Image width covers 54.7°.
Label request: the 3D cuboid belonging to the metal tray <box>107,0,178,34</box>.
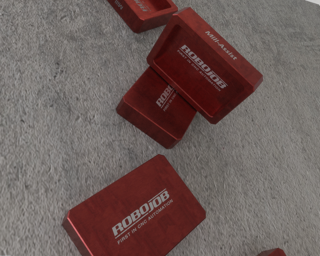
[{"bbox_3d":[-0.043,-0.223,0.512,0.091,0.030,0.130,-32,80,-38],"label":"metal tray"}]

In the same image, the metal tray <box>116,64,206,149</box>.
[{"bbox_3d":[0.011,-0.045,0.433,0.090,0.030,0.130,36,51,-4],"label":"metal tray"}]

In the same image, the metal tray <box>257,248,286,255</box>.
[{"bbox_3d":[0.108,0.202,0.334,0.131,0.030,0.090,-16,70,-34],"label":"metal tray"}]

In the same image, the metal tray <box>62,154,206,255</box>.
[{"bbox_3d":[-0.023,0.096,0.330,0.131,0.030,0.090,-29,78,-38],"label":"metal tray"}]

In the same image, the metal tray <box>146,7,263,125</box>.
[{"bbox_3d":[0.053,-0.076,0.397,0.130,0.090,0.030,44,51,2],"label":"metal tray"}]
